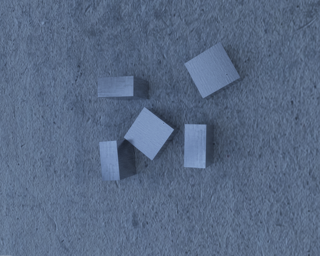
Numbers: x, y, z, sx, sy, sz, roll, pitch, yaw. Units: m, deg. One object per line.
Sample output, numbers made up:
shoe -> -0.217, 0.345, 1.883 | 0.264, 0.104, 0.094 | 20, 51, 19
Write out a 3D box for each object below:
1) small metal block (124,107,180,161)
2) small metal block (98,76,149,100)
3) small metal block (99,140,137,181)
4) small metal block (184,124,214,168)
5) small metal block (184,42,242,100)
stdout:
small metal block -> -0.011, 0.007, 0.413 | 0.050, 0.025, 0.050 | 38, 102, 16
small metal block -> -0.048, -0.052, 0.412 | 0.050, 0.050, 0.025 | 0, 90, 20
small metal block -> -0.056, 0.041, 0.415 | 0.025, 0.050, 0.050 | -6, 88, 20
small metal block -> 0.049, 0.021, 0.378 | 0.025, 0.050, 0.050 | 1, 91, 20
small metal block -> 0.066, -0.070, 0.385 | 0.050, 0.025, 0.050 | -29, 81, 17
